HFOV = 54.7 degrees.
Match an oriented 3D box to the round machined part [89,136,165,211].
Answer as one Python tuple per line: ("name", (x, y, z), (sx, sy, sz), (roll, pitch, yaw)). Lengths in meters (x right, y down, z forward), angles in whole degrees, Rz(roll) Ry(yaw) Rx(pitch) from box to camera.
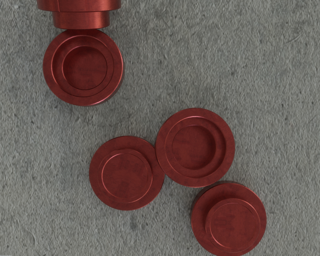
("round machined part", (-0.043, 0.059, 0.401), (0.099, 0.042, 0.097), (0, 90, 0))

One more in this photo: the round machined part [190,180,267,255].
("round machined part", (0.090, 0.120, 0.402), (0.099, 0.042, 0.097), (0, 90, 0))

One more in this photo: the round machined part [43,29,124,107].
("round machined part", (-0.095, -0.076, 0.401), (0.099, 0.042, 0.097), (0, 90, 0))

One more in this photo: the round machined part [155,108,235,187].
("round machined part", (0.042, 0.024, 0.398), (0.099, 0.042, 0.097), (0, 87, -6))

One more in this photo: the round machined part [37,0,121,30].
("round machined part", (-0.097, -0.147, 0.378), (0.099, 0.098, 0.042), (1, 117, 0))
